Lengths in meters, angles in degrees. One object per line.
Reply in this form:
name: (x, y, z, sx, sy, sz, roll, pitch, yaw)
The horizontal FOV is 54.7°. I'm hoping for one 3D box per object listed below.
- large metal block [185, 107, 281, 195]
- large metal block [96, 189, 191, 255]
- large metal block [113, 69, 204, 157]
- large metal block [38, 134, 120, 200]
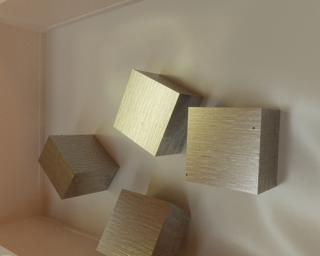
large metal block: (0.076, 0.019, 0.327, 0.080, 0.050, 0.079, 4, 93, 39)
large metal block: (-0.019, 0.129, 0.384, 0.080, 0.050, 0.080, 6, 65, 39)
large metal block: (-0.004, -0.020, 0.392, 0.080, 0.050, 0.079, 33, 110, 35)
large metal block: (-0.123, 0.055, 0.469, 0.080, 0.081, 0.050, 46, 117, 30)
